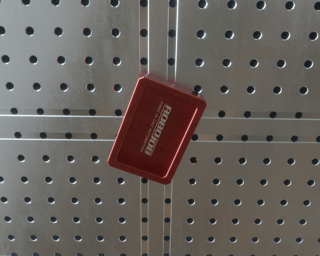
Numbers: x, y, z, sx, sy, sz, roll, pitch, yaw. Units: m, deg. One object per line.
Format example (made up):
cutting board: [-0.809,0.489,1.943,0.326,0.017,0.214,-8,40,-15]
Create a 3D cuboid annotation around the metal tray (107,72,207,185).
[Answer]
metal tray: [-0.006,0.003,0.411,0.090,0.030,0.129,20,109,-8]
